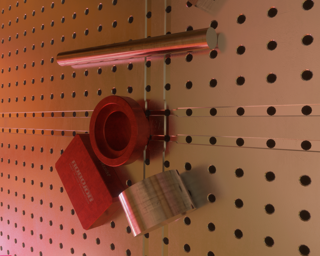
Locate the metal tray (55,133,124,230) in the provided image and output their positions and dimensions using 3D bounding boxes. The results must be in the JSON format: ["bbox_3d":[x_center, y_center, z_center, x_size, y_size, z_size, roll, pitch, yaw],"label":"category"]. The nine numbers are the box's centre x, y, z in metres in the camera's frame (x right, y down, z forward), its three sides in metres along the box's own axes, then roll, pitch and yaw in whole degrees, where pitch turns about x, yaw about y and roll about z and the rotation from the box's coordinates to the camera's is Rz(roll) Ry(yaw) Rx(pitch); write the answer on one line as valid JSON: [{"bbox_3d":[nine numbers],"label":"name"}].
[{"bbox_3d":[-0.115,0.084,0.498,0.090,0.030,0.130,-48,62,29],"label":"metal tray"}]

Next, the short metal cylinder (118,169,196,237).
[{"bbox_3d":[-0.003,0.091,0.374,0.080,0.081,0.050,-39,67,33],"label":"short metal cylinder"}]

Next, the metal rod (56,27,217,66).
[{"bbox_3d":[-0.056,-0.113,0.453,0.300,0.025,0.025,4,93,39],"label":"metal rod"}]

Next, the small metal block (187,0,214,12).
[{"bbox_3d":[0.047,-0.176,0.369,0.050,0.025,0.050,50,119,28],"label":"small metal block"}]

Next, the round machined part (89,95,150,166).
[{"bbox_3d":[-0.053,0.004,0.440,0.098,0.042,0.097,0,90,39],"label":"round machined part"}]
